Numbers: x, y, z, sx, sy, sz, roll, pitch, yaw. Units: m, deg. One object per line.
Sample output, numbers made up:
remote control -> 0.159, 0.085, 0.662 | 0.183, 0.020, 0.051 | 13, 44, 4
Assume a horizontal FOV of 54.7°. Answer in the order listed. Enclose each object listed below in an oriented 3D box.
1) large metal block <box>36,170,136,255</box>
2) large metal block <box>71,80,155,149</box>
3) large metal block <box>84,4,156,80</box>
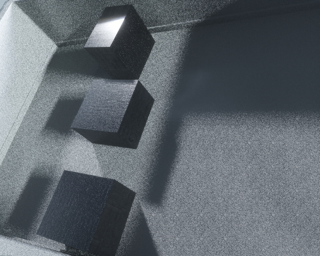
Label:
large metal block -> -0.087, 0.102, 0.373 | 0.080, 0.050, 0.080 | 4, 64, 30
large metal block -> -0.065, -0.021, 0.437 | 0.080, 0.050, 0.080 | 5, 64, 30
large metal block -> -0.059, -0.130, 0.481 | 0.050, 0.080, 0.080 | 8, 66, 32
